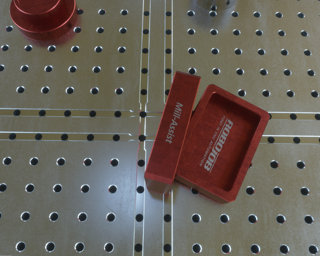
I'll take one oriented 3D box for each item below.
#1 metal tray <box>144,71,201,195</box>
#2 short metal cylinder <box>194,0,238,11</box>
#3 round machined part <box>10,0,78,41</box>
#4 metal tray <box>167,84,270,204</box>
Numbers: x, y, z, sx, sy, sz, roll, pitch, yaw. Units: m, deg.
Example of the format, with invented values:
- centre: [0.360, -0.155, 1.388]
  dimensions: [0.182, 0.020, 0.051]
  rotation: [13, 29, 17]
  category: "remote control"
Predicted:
- centre: [0.015, 0.009, 0.374]
  dimensions: [0.030, 0.090, 0.130]
  rotation: [15, 71, 5]
  category: "metal tray"
- centre: [0.091, -0.233, 0.485]
  dimensions: [0.081, 0.050, 0.080]
  rotation: [0, 70, 0]
  category: "short metal cylinder"
- centre: [-0.178, -0.185, 0.468]
  dimensions: [0.099, 0.042, 0.098]
  rotation: [0, 70, -1]
  category: "round machined part"
- centre: [0.074, 0.019, 0.396]
  dimensions: [0.090, 0.030, 0.130]
  rotation: [28, 71, 2]
  category: "metal tray"
